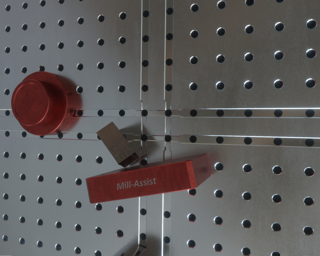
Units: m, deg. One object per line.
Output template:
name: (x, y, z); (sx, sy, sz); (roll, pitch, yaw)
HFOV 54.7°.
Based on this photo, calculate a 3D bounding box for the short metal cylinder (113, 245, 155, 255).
short metal cylinder: (-0.041, 0.205, 0.413); (0.080, 0.050, 0.079); (0, 90, 19)

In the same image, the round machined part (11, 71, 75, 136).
round machined part: (-0.182, -0.037, 0.466); (0.098, 0.042, 0.097); (0, 90, 19)

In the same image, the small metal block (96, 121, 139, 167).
small metal block: (-0.055, 0.023, 0.415); (0.025, 0.050, 0.050); (-36, 78, -5)

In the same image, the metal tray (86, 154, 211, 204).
metal tray: (-0.011, 0.061, 0.381); (0.130, 0.090, 0.030); (-12, 86, 19)
